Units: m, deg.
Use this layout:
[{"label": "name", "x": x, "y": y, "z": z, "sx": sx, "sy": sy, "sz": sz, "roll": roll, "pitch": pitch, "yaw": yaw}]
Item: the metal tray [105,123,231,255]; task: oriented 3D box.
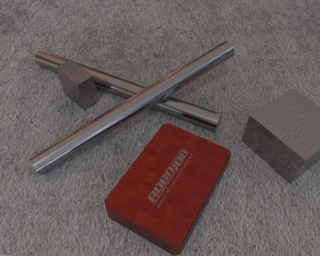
[{"label": "metal tray", "x": 0.013, "y": 0.061, "z": 0.349, "sx": 0.090, "sy": 0.030, "sz": 0.130, "roll": 25, "pitch": 54, "yaw": 19}]

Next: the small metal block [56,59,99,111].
[{"label": "small metal block", "x": -0.116, "y": -0.060, "z": 0.436, "sx": 0.050, "sy": 0.050, "sz": 0.025, "roll": 37, "pitch": 59, "yaw": 26}]

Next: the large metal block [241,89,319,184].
[{"label": "large metal block", "x": 0.163, "y": 0.008, "z": 0.383, "sx": 0.081, "sy": 0.050, "sz": 0.080, "roll": -29, "pitch": 56, "yaw": -23}]

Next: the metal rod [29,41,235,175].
[{"label": "metal rod", "x": -0.024, "y": -0.034, "z": 0.403, "sx": 0.302, "sy": 0.025, "sz": 0.025, "roll": -33, "pitch": 57, "yaw": -15}]

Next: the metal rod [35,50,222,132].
[{"label": "metal rod", "x": -0.056, "y": -0.060, "z": 0.452, "sx": 0.301, "sy": 0.025, "sz": 0.025, "roll": 22, "pitch": 53, "yaw": 16}]
